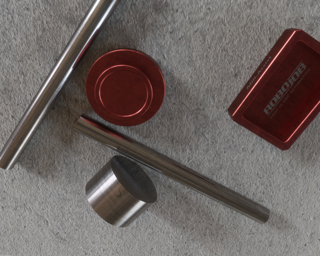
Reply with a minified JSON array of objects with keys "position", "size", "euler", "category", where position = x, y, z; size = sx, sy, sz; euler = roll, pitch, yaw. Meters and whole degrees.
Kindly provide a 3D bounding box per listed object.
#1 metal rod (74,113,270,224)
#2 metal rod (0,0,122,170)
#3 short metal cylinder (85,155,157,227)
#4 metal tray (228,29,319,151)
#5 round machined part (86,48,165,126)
[{"position":[0.024,0.061,0.432],"size":[0.301,0.025,0.025],"euler":[28,108,-10],"category":"metal rod"},{"position":[-0.124,-0.065,0.384],"size":[0.025,0.025,0.299],"euler":[35,106,-12],"category":"metal rod"},{"position":[-0.050,0.083,0.410],"size":[0.080,0.080,0.050],"euler":[41,105,-14],"category":"short metal cylinder"},{"position":[0.160,-0.046,0.391],"size":[0.090,0.030,0.129],"euler":[30,107,-11],"category":"metal tray"},{"position":[-0.043,-0.047,0.383],"size":[0.099,0.042,0.097],"euler":[0,110,0],"category":"round machined part"}]
